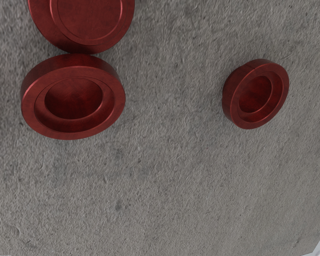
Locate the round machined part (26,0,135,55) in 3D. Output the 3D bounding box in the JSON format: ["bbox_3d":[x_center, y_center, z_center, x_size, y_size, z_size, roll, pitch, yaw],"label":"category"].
[{"bbox_3d":[-0.069,-0.115,0.287,0.099,0.042,0.097,-14,124,-21],"label":"round machined part"}]

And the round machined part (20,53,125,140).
[{"bbox_3d":[-0.088,-0.035,0.314,0.099,0.042,0.097,-15,142,-12],"label":"round machined part"}]

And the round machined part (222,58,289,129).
[{"bbox_3d":[0.127,-0.050,0.434,0.099,0.042,0.097,-14,124,-21],"label":"round machined part"}]
